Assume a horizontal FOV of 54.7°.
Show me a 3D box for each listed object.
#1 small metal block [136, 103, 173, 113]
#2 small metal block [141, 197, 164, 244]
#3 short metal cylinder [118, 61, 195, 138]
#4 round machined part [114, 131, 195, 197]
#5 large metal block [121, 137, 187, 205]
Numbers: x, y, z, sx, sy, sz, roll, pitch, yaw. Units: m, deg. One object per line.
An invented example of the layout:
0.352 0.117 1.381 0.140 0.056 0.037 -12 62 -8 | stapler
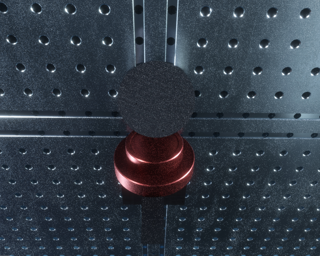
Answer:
-0.007 -0.017 0.396 0.050 0.025 0.050 0 130 -1 | small metal block
-0.009 0.107 0.367 0.025 0.050 0.050 1 168 -2 | small metal block
-0.004 -0.033 0.345 0.081 0.050 0.079 0 100 -1 | short metal cylinder
-0.007 0.032 0.377 0.099 0.098 0.042 1 130 -1 | round machined part
-0.008 0.056 0.422 0.081 0.080 0.050 1 130 -1 | large metal block
